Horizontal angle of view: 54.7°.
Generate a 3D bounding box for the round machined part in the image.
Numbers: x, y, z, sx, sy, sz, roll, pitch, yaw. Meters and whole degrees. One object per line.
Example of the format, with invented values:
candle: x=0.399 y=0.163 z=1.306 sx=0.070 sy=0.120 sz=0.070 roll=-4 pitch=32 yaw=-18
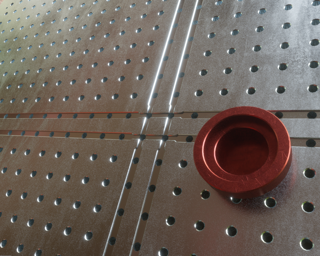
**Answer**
round machined part: x=0.089 y=0.028 z=0.333 sx=0.098 sy=0.042 sz=0.098 roll=-13 pitch=56 yaw=20
